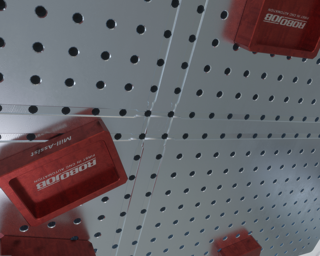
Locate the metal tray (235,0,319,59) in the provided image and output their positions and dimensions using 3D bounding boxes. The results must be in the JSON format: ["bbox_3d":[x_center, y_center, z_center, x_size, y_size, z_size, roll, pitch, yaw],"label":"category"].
[{"bbox_3d":[0.170,-0.144,0.410,0.131,0.030,0.089,-1,119,-28],"label":"metal tray"}]

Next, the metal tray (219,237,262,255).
[{"bbox_3d":[0.172,0.310,0.692,0.091,0.030,0.129,-13,124,-21],"label":"metal tray"}]

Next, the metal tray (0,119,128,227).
[{"bbox_3d":[-0.114,0.055,0.379,0.131,0.030,0.090,-25,127,-13],"label":"metal tray"}]

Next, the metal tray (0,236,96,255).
[{"bbox_3d":[-0.144,0.189,0.406,0.131,0.090,0.030,19,108,-36],"label":"metal tray"}]
